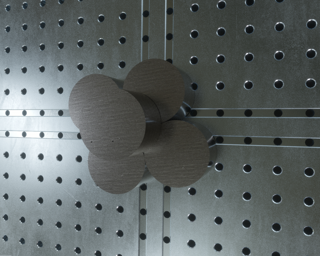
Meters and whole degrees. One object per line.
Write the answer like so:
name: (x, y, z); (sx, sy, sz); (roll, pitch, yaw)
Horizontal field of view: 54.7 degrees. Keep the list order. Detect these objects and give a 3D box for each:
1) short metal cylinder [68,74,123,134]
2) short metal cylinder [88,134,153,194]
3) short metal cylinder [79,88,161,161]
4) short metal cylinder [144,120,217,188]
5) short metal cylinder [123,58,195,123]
short metal cylinder: (-0.076, -0.031, 0.424); (0.080, 0.050, 0.079); (0, 90, 19)
short metal cylinder: (-0.048, 0.044, 0.414); (0.080, 0.050, 0.079); (0, 90, 19)
short metal cylinder: (-0.045, -0.005, 0.359); (0.080, 0.050, 0.079); (1, 92, 19)
short metal cylinder: (0.027, 0.030, 0.388); (0.080, 0.050, 0.079); (0, 90, 19)
short metal cylinder: (0.000, -0.044, 0.398); (0.080, 0.050, 0.079); (0, 90, 19)
